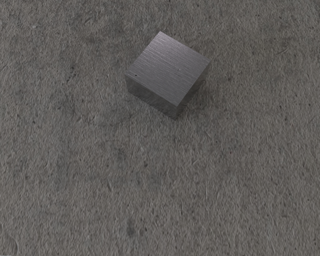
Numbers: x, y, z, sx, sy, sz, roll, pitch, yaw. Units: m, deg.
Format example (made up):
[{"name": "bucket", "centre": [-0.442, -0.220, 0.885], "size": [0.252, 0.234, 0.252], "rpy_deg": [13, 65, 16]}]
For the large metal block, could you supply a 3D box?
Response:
[{"name": "large metal block", "centre": [0.011, -0.070, 0.421], "size": [0.080, 0.050, 0.080], "rpy_deg": [33, 73, 11]}]
